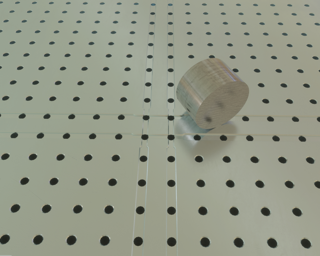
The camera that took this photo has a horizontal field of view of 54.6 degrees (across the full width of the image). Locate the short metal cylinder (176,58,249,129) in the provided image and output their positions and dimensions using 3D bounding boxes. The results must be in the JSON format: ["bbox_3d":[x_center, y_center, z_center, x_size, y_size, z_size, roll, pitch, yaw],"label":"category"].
[{"bbox_3d":[0.069,-0.045,0.410,0.081,0.080,0.050,-21,53,-17],"label":"short metal cylinder"}]
